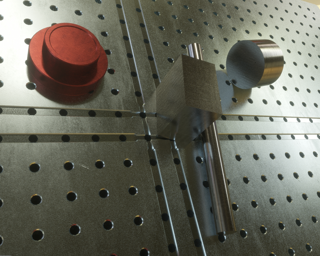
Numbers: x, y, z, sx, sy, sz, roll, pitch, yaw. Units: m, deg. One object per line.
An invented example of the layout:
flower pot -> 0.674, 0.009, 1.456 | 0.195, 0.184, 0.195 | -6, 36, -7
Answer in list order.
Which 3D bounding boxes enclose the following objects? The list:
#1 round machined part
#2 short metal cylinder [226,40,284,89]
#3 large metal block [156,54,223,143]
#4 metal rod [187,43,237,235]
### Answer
round machined part -> -0.113, -0.094, 0.393 | 0.099, 0.042, 0.098 | 14, 56, -21
short metal cylinder -> 0.159, -0.109, 0.525 | 0.050, 0.080, 0.080 | -13, 69, -33
large metal block -> 0.035, -0.037, 0.414 | 0.050, 0.080, 0.080 | 12, 57, -22
metal rod -> 0.069, -0.004, 0.447 | 0.025, 0.025, 0.299 | 9, 58, -24
